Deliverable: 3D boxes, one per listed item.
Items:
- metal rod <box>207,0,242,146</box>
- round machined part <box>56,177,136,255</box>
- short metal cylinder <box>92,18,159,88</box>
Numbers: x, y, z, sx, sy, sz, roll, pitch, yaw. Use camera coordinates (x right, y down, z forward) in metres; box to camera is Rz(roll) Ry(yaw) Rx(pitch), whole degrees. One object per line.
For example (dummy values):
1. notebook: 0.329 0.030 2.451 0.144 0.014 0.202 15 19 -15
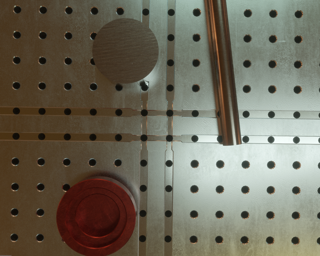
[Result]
1. metal rod: 0.080 -0.126 0.413 0.025 0.025 0.298 -6 90 0
2. round machined part: -0.079 0.111 0.404 0.099 0.042 0.097 0 90 0
3. short metal cylinder: -0.042 -0.094 0.400 0.081 0.050 0.080 0 90 0
